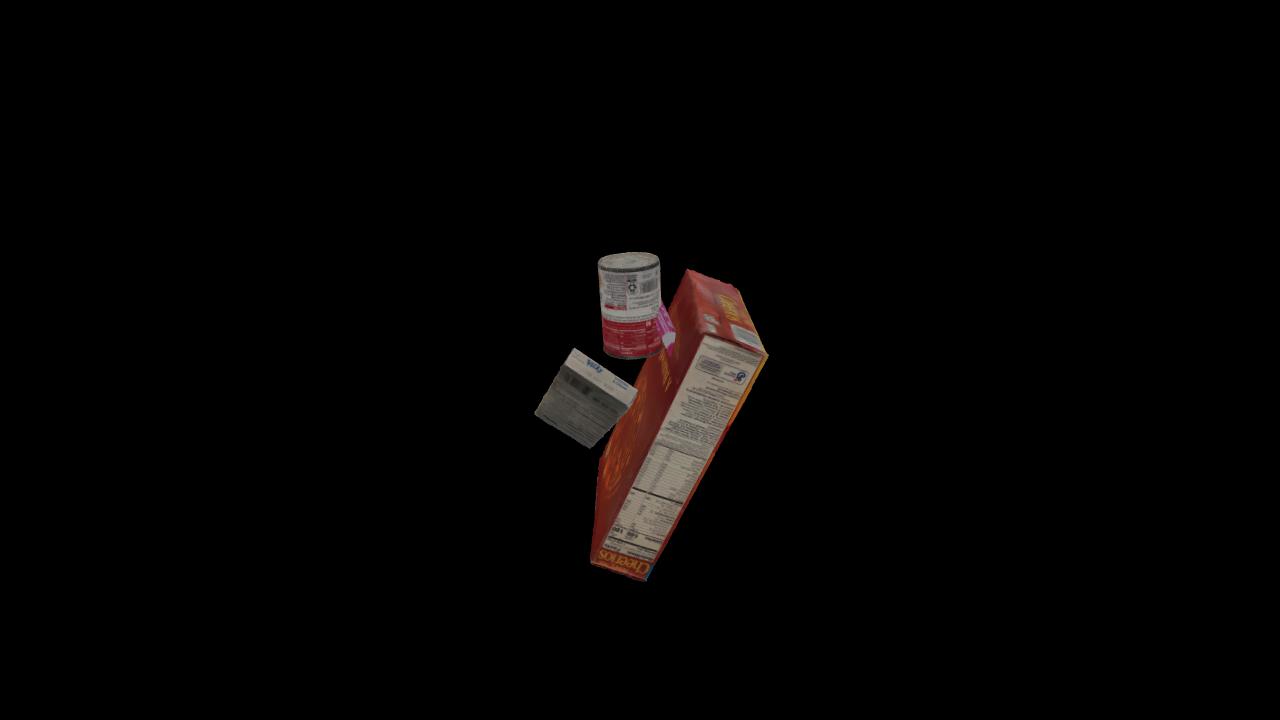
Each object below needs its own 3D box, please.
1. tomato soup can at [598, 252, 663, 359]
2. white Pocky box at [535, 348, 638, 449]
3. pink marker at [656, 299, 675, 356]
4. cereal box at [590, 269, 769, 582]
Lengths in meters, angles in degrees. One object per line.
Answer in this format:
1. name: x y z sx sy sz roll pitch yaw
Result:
1. tomato soup can: -0.010 -0.060 0.662 0.068 0.101 0.068 -3 25 1
2. white Pocky box: -0.064 0.049 0.691 0.084 0.028 0.154 33 -31 -4
3. pink marker: 0.025 -0.038 0.654 0.020 0.121 0.020 -14 -36 -11
4. cereal box: 0.032 0.069 0.710 0.081 0.306 0.203 20 23 -9
